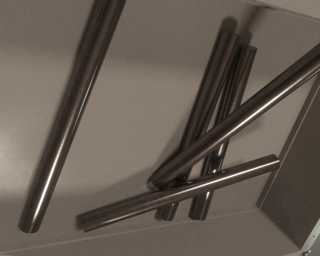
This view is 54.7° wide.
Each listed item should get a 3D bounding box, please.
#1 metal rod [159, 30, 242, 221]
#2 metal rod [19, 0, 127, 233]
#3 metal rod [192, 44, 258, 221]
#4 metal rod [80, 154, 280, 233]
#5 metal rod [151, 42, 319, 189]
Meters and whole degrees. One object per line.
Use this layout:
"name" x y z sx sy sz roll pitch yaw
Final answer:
"metal rod" 0.050 0.012 0.445 0.025 0.025 0.298 3 117 -30
"metal rod" -0.106 -0.002 0.350 0.025 0.025 0.298 13 112 -34
"metal rod" 0.092 0.023 0.475 0.025 0.025 0.298 -5 121 -27
"metal rod" 0.037 0.092 0.454 0.302 0.025 0.025 -16 125 -11
"metal rod" 0.095 -0.007 0.390 0.025 0.025 0.299 24 126 -37
